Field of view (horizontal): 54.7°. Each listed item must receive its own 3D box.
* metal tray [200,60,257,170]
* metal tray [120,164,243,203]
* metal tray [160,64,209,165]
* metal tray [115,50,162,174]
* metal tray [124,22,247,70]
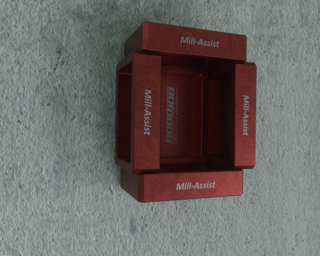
[{"bbox_3d":[0.086,-0.015,0.408,0.030,0.090,0.129,1,90,-20],"label":"metal tray"},{"bbox_3d":[0.024,0.064,0.385,0.131,0.090,0.030,1,90,-20],"label":"metal tray"},{"bbox_3d":[0.018,-0.017,0.415,0.091,0.030,0.129,1,90,-21],"label":"metal tray"},{"bbox_3d":[-0.028,-0.017,0.365,0.030,0.090,0.129,1,90,-20],"label":"metal tray"},{"bbox_3d":[0.029,-0.096,0.387,0.131,0.090,0.030,1,90,-20],"label":"metal tray"}]
